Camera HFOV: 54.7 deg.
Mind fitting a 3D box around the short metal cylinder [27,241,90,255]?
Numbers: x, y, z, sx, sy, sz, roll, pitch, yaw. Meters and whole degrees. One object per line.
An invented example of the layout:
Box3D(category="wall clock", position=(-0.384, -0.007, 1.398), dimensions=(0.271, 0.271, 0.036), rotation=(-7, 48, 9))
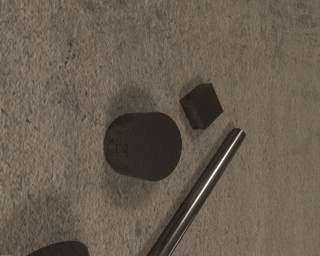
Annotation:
Box3D(category="short metal cylinder", position=(-0.099, 0.151, 0.287), dimensions=(0.081, 0.080, 0.050), rotation=(-23, 105, -38))

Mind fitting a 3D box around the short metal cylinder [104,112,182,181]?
Box3D(category="short metal cylinder", position=(-0.020, 0.021, 0.374), dimensions=(0.081, 0.050, 0.079), rotation=(0, 90, -40))

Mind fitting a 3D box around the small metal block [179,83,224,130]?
Box3D(category="small metal block", position=(0.062, -0.032, 0.459), dimensions=(0.050, 0.025, 0.050), rotation=(-42, 116, -32))

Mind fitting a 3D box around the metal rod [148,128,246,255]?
Box3D(category="metal rod", position=(0.047, 0.110, 0.447), dimensions=(0.301, 0.025, 0.025), rotation=(-50, 120, -28))
